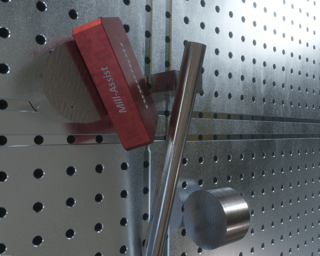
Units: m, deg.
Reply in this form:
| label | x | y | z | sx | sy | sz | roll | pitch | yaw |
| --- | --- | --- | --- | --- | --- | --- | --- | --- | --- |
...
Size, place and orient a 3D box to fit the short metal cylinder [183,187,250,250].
| label | x | y | z | sx | sy | sz | roll | pitch | yaw |
| --- | --- | --- | --- | --- | --- | --- | --- | --- | --- |
| short metal cylinder | 0.079 | 0.126 | 0.440 | 0.050 | 0.080 | 0.080 | 3 | 89 | -40 |

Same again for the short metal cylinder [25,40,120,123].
| label | x | y | z | sx | sy | sz | roll | pitch | yaw |
| --- | --- | --- | --- | --- | --- | --- | --- | --- | --- |
| short metal cylinder | -0.089 | -0.045 | 0.318 | 0.081 | 0.050 | 0.079 | 0 | 91 | -39 |

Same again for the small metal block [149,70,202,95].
| label | x | y | z | sx | sy | sz | roll | pitch | yaw |
| --- | --- | --- | --- | --- | --- | --- | --- | --- | --- |
| small metal block | 0.020 | -0.058 | 0.410 | 0.050 | 0.050 | 0.025 | -1 | 91 | -40 |

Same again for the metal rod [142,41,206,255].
| label | x | y | z | sx | sy | sz | roll | pitch | yaw |
| --- | --- | --- | --- | --- | --- | --- | --- | --- | --- |
| metal rod | 0.013 | 0.047 | 0.380 | 0.025 | 0.025 | 0.298 | 6 | 99 | -40 |

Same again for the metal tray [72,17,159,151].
| label | x | y | z | sx | sy | sz | roll | pitch | yaw |
| --- | --- | --- | --- | --- | --- | --- | --- | --- | --- |
| metal tray | -0.041 | -0.051 | 0.337 | 0.090 | 0.030 | 0.129 | -78 | 148 | -69 |
